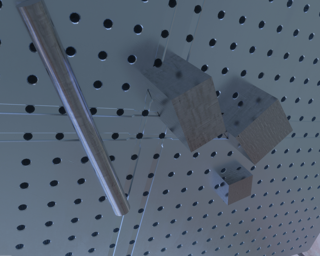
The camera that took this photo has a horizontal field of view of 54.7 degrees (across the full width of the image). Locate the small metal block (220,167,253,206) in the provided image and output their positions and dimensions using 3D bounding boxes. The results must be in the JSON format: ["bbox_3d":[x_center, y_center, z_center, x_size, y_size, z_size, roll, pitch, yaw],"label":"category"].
[{"bbox_3d":[0.135,0.104,0.552,0.050,0.025,0.050,-18,126,-18],"label":"small metal block"}]

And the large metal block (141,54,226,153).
[{"bbox_3d":[0.028,-0.031,0.373,0.050,0.080,0.080,-31,129,-9],"label":"large metal block"}]

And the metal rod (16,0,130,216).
[{"bbox_3d":[-0.087,0.003,0.366,0.025,0.025,0.298,-25,128,-13],"label":"metal rod"}]

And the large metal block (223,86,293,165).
[{"bbox_3d":[0.145,-0.003,0.475,0.080,0.050,0.080,-43,130,1],"label":"large metal block"}]
